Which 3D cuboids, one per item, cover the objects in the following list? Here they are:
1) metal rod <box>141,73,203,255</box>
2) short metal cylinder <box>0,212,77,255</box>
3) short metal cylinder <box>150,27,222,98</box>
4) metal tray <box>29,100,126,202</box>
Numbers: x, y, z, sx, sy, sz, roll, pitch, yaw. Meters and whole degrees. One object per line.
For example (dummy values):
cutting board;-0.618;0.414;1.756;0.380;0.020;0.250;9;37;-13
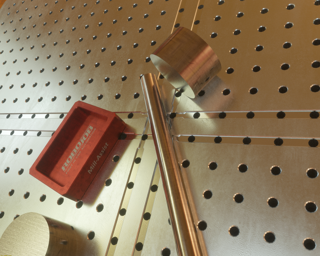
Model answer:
metal rod;0.011;0.046;0.374;0.025;0.025;0.299;-23;53;14
short metal cylinder;-0.151;0.150;0.380;0.080;0.050;0.080;-13;56;21
short metal cylinder;0.033;-0.085;0.408;0.050;0.080;0.080;-46;51;-4
metal tray;-0.120;0.029;0.449;0.090;0.030;0.130;19;72;35
